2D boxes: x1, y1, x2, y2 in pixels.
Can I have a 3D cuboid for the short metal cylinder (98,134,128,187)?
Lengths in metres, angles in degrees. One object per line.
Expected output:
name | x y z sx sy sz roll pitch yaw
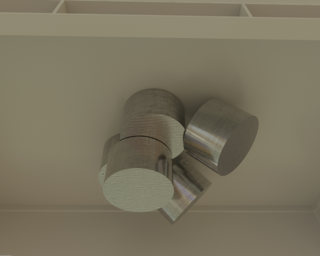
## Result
short metal cylinder | -0.042 0.053 0.436 0.081 0.050 0.079 0 130 0

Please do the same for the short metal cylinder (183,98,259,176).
short metal cylinder | 0.074 0.011 0.374 0.081 0.050 0.079 -32 139 -33

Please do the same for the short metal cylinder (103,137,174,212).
short metal cylinder | -0.024 0.056 0.371 0.081 0.050 0.079 0 130 0

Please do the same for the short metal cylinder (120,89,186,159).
short metal cylinder | -0.008 -0.002 0.389 0.081 0.050 0.079 0 130 0

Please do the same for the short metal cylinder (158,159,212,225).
short metal cylinder | 0.028 0.090 0.439 0.050 0.081 0.079 43 128 17
